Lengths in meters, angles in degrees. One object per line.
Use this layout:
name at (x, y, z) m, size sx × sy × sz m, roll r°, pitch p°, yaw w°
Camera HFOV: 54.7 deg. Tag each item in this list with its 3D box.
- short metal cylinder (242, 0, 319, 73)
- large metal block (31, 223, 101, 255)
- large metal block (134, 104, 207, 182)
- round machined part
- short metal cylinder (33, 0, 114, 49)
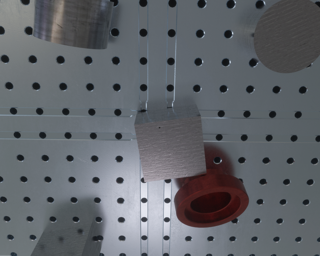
short metal cylinder at (0.143, -0.108, 0.361) m, size 0.081 × 0.050 × 0.079 m, roll 0°, pitch 110°, yaw 0°
large metal block at (-0.139, 0.193, 0.454) m, size 0.080 × 0.080 × 0.050 m, roll -12°, pitch 110°, yaw 4°
large metal block at (0.014, 0.019, 0.407) m, size 0.080 × 0.050 × 0.079 m, roll -7°, pitch 110°, yaw 2°
round machined part at (0.068, 0.093, 0.427) m, size 0.099 × 0.042 × 0.097 m, roll -5°, pitch 133°, yaw -5°
short metal cylinder at (-0.094, -0.120, 0.339) m, size 0.081 × 0.080 × 0.050 m, roll 11°, pitch 110°, yaw -4°
